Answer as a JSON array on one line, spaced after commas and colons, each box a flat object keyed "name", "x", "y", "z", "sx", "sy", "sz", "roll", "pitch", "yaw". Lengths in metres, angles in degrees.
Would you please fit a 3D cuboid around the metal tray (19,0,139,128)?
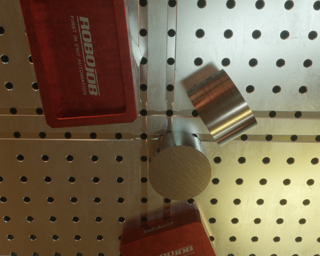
[{"name": "metal tray", "x": -0.072, "y": -0.068, "z": 0.299, "sx": 0.091, "sy": 0.030, "sz": 0.129, "roll": -4, "pitch": 110, "yaw": 1}]

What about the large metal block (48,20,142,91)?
[{"name": "large metal block", "x": -0.069, "y": -0.086, "z": 0.351, "sx": 0.080, "sy": 0.080, "sz": 0.050, "roll": -17, "pitch": 109, "yaw": 6}]

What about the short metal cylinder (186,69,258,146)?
[{"name": "short metal cylinder", "x": 0.075, "y": -0.024, "z": 0.376, "sx": 0.050, "sy": 0.080, "sz": 0.080, "roll": -32, "pitch": 107, "yaw": 11}]

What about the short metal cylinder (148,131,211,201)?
[{"name": "short metal cylinder", "x": 0.025, "y": 0.050, "z": 0.419, "sx": 0.081, "sy": 0.050, "sz": 0.079, "roll": 0, "pitch": 110, "yaw": 0}]

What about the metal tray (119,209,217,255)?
[{"name": "metal tray", "x": 0.014, "y": 0.189, "z": 0.480, "sx": 0.130, "sy": 0.030, "sz": 0.090, "roll": -21, "pitch": 109, "yaw": 7}]
